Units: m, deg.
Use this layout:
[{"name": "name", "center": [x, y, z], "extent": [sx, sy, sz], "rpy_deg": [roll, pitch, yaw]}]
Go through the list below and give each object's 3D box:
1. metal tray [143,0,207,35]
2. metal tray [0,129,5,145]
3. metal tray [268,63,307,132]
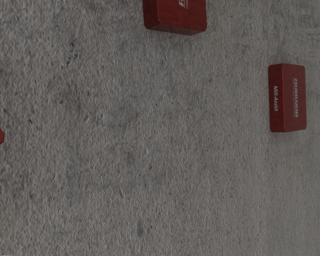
[{"name": "metal tray", "center": [0.019, -0.197, 0.417], "extent": [0.091, 0.030, 0.129], "rpy_deg": [-6, 94, -40]}, {"name": "metal tray", "center": [-0.193, 0.013, 0.213], "extent": [0.090, 0.030, 0.131], "rpy_deg": [54, 48, -12]}, {"name": "metal tray", "center": [0.254, -0.059, 0.613], "extent": [0.091, 0.030, 0.129], "rpy_deg": [-5, 93, -40]}]
